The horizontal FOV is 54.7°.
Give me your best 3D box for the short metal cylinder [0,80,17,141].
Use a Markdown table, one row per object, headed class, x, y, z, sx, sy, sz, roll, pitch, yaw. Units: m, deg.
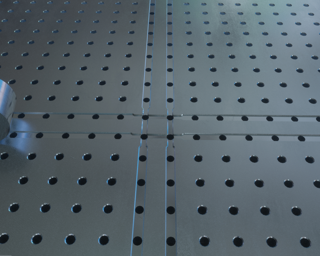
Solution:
| class | x | y | z | sx | sy | sz | roll | pitch | yaw |
| --- | --- | --- | --- | --- | --- | --- | --- | --- | --- |
| short metal cylinder | -0.229 | -0.023 | 0.390 | 0.081 | 0.080 | 0.050 | -6 | 50 | -5 |
